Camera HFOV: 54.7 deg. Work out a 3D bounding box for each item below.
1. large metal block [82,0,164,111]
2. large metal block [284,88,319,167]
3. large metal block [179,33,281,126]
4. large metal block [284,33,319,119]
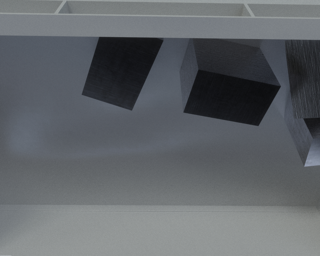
[{"bbox_3d":[-0.036,-0.078,0.306,0.050,0.080,0.079,18,128,-14],"label":"large metal block"},{"bbox_3d":[0.204,-0.005,0.367,0.080,0.080,0.050,-6,136,5],"label":"large metal block"},{"bbox_3d":[0.068,-0.053,0.328,0.081,0.080,0.050,10,129,-8],"label":"large metal block"},{"bbox_3d":[0.177,-0.055,0.304,0.080,0.050,0.079,-2,103,42],"label":"large metal block"}]
